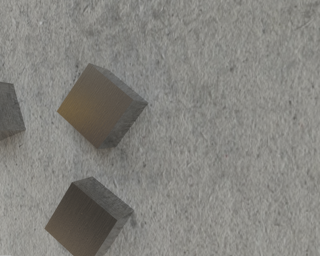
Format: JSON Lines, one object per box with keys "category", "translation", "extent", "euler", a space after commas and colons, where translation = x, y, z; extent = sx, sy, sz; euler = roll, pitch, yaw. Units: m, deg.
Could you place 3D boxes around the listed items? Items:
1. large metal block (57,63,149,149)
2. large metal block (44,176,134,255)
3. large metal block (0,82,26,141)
{"category": "large metal block", "translation": [-0.077, -0.029, 0.422], "extent": [0.080, 0.050, 0.080], "euler": [40, 102, 15]}
{"category": "large metal block", "translation": [-0.097, 0.127, 0.429], "extent": [0.080, 0.050, 0.080], "euler": [35, 101, 16]}
{"category": "large metal block", "translation": [-0.271, -0.022, 0.489], "extent": [0.080, 0.050, 0.080], "euler": [-20, 84, 18]}
